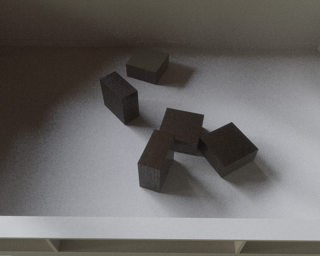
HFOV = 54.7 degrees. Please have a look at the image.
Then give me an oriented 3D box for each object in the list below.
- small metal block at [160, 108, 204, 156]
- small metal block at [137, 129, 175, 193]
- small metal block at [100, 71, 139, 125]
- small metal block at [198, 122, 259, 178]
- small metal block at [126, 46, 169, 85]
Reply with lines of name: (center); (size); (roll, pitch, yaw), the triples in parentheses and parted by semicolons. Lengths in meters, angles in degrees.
small metal block: (0.027, 0.004, 0.402); (0.050, 0.025, 0.050); (12, 51, 9)
small metal block: (-0.003, 0.038, 0.357); (0.025, 0.050, 0.050); (16, 52, 13)
small metal block: (-0.055, -0.041, 0.422); (0.025, 0.050, 0.050); (-33, 58, -24)
small metal block: (0.083, 0.026, 0.384); (0.050, 0.025, 0.050); (-24, 54, -19)
small metal block: (-0.019, -0.099, 0.488); (0.050, 0.025, 0.050); (19, 52, 14)
